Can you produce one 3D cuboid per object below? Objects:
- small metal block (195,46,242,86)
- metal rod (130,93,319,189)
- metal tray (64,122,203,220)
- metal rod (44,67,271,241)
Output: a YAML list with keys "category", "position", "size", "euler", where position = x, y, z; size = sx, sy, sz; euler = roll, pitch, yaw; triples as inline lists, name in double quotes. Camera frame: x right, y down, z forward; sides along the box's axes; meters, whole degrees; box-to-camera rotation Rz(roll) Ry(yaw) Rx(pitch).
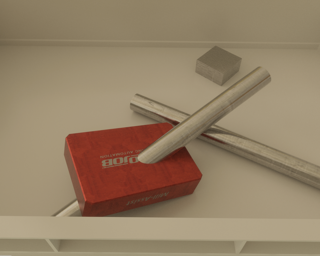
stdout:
- category: "small metal block"
  position: [0.092, -0.099, 0.490]
  size: [0.050, 0.025, 0.050]
  euler: [35, 58, 25]
- category: "metal rod"
  position: [0.096, 0.020, 0.389]
  size: [0.301, 0.025, 0.025]
  euler: [23, 54, 18]
- category: "metal tray"
  position: [-0.030, 0.041, 0.344]
  size: [0.131, 0.030, 0.090]
  euler: [-7, 48, -28]
- category: "metal rod"
  position: [0.009, 0.020, 0.350]
  size: [0.301, 0.025, 0.025]
  euler: [-35, 58, -13]
